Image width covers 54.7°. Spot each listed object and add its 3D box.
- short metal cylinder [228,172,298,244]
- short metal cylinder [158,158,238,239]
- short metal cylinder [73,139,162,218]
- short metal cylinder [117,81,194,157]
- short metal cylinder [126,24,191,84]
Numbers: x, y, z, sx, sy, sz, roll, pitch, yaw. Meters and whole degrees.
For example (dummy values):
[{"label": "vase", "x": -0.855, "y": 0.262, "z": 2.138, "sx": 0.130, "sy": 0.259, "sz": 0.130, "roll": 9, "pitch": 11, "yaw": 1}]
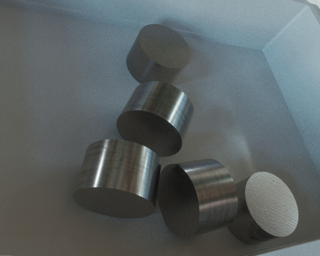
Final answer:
[{"label": "short metal cylinder", "x": 0.126, "y": 0.102, "z": 0.395, "sx": 0.081, "sy": 0.050, "sz": 0.080, "roll": 14, "pitch": 56, "yaw": -21}, {"label": "short metal cylinder", "x": 0.039, "y": 0.077, "z": 0.345, "sx": 0.050, "sy": 0.080, "sz": 0.080, "roll": -5, "pitch": 64, "yaw": -30}, {"label": "short metal cylinder", "x": -0.041, "y": 0.054, "z": 0.315, "sx": 0.080, "sy": 0.080, "sz": 0.050, "roll": 20, "pitch": 54, "yaw": -17}, {"label": "short metal cylinder", "x": -0.005, "y": -0.010, "z": 0.373, "sx": 0.080, "sy": 0.080, "sz": 0.050, "roll": 31, "pitch": 52, "yaw": -9}, {"label": "short metal cylinder", "x": -0.003, "y": -0.103, "z": 0.451, "sx": 0.081, "sy": 0.050, "sz": 0.080, "roll": 14, "pitch": 56, "yaw": -21}]
